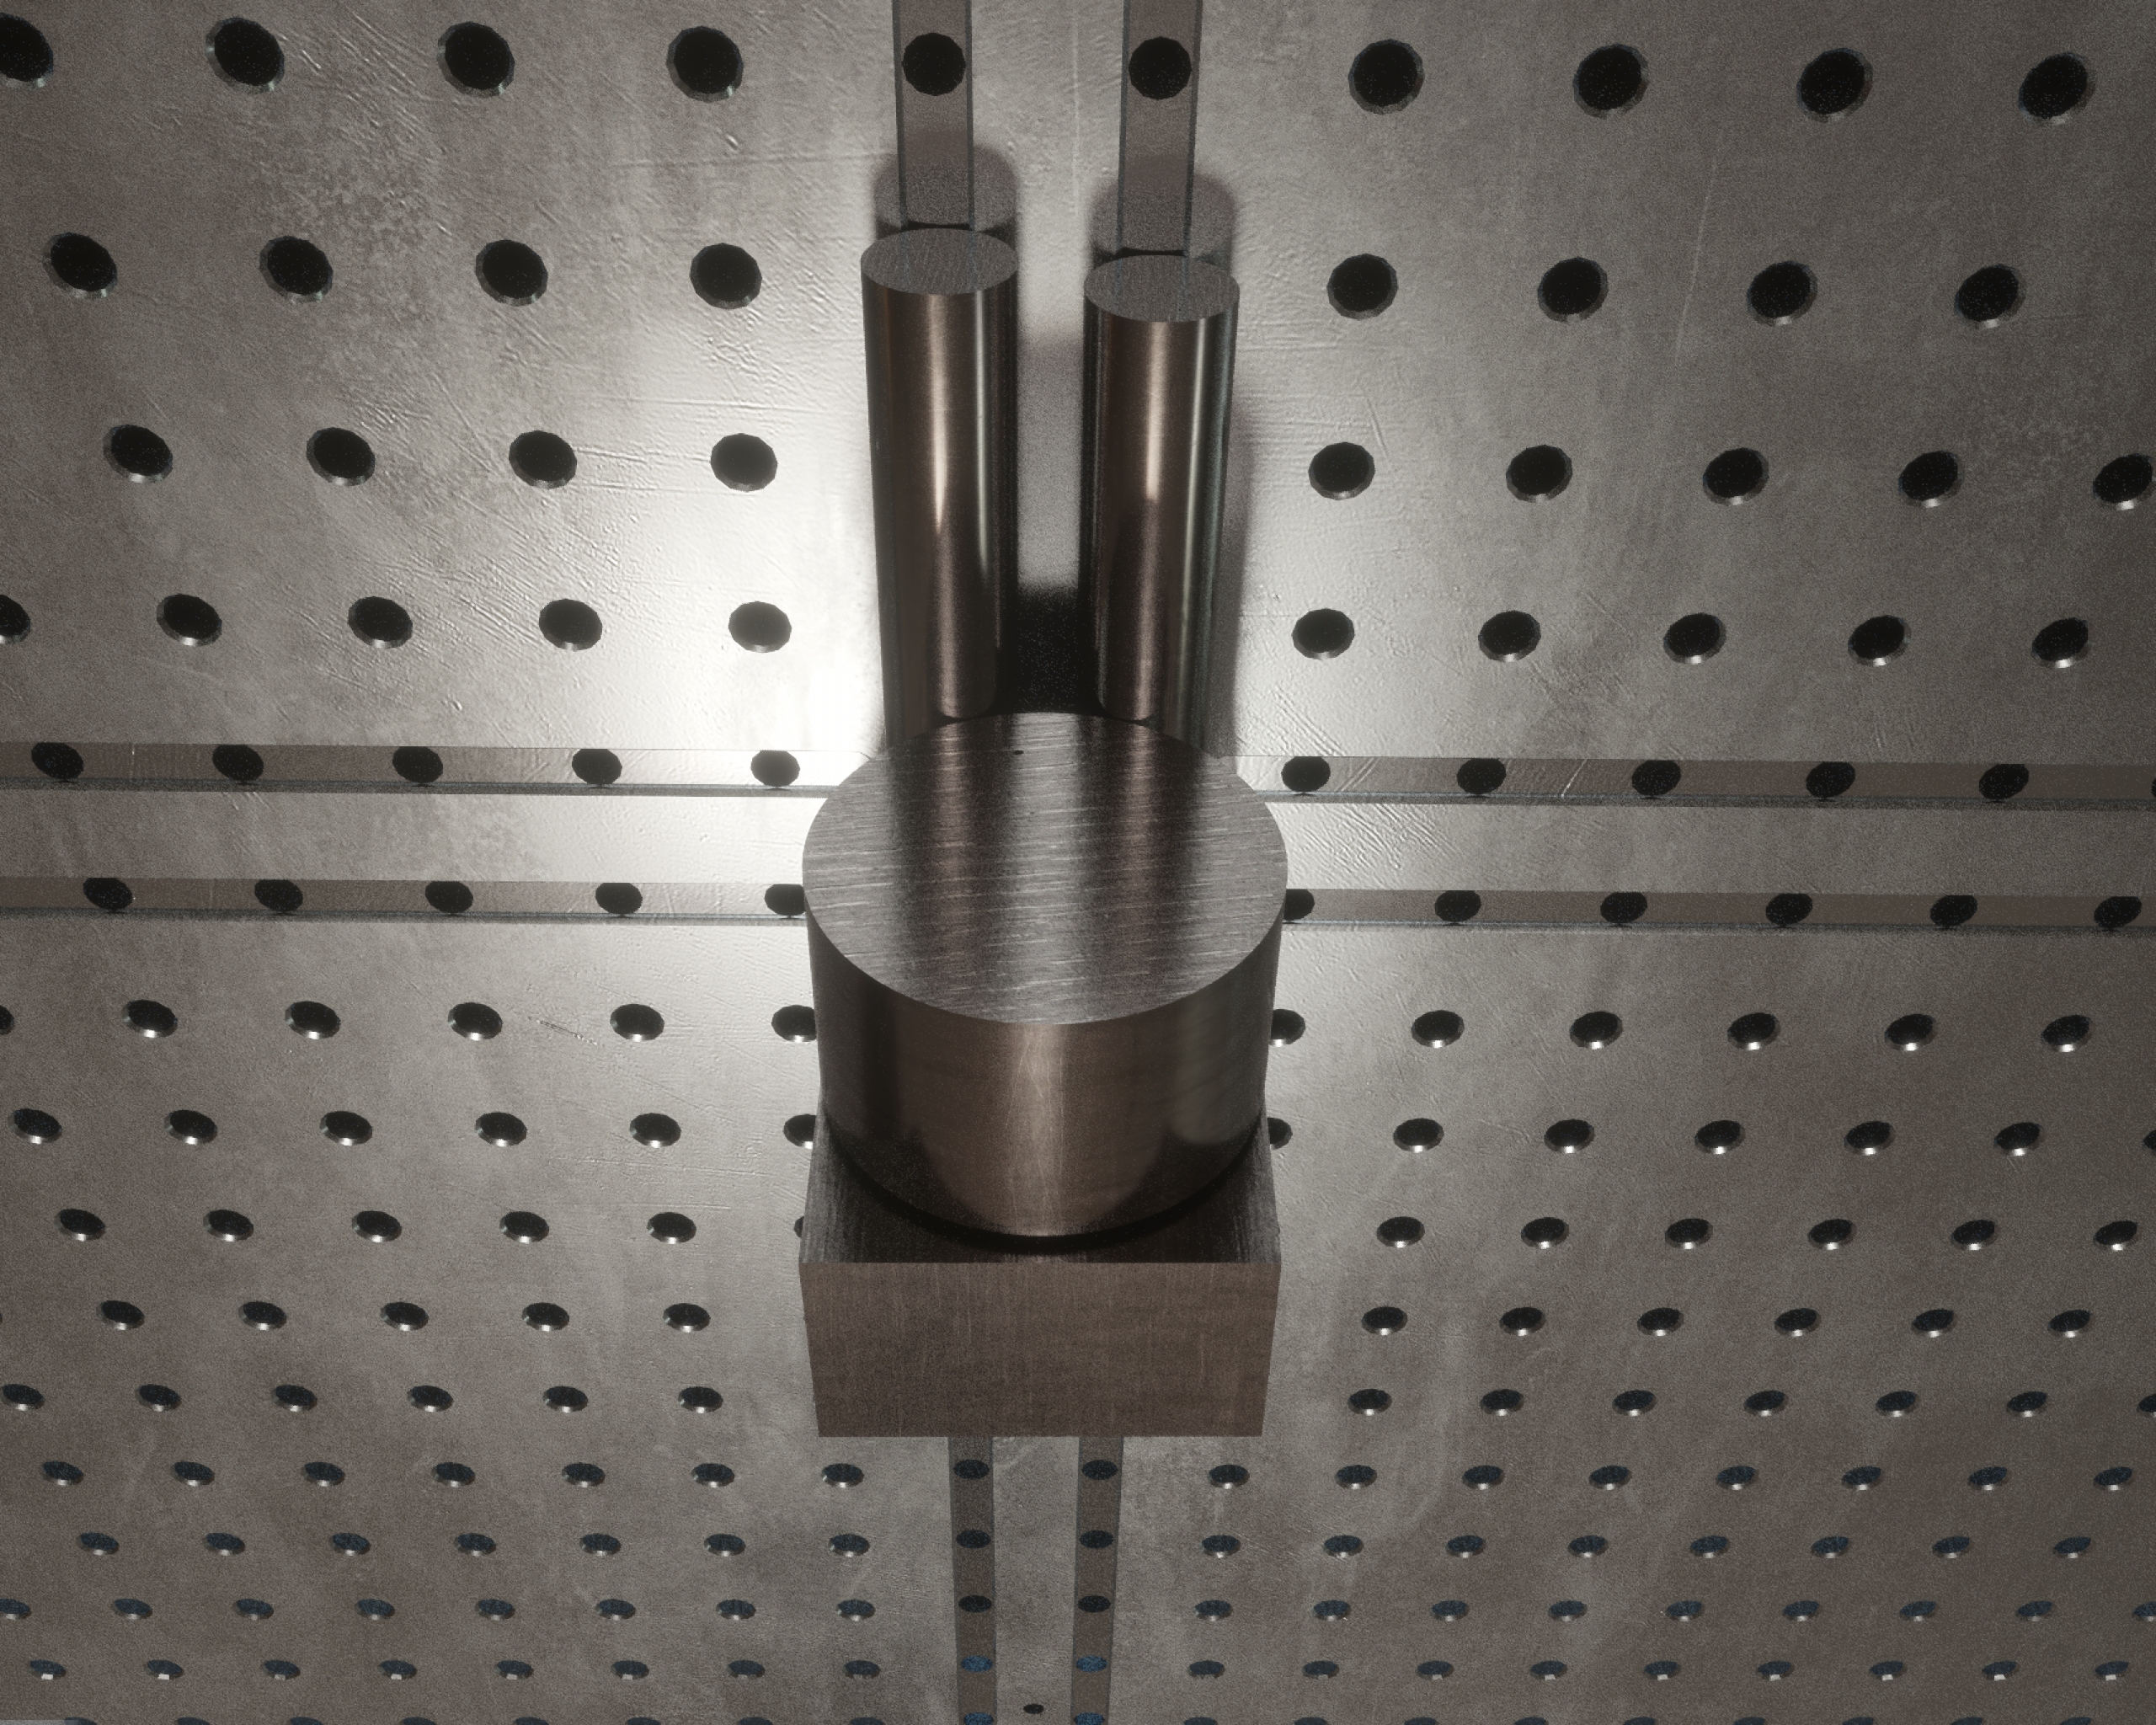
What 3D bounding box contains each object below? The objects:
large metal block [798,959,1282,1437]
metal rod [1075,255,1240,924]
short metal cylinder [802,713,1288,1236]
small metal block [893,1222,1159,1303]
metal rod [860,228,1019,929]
[{"bbox_3d":[-0.007,0.060,0.394,0.081,0.080,0.050,0,130,-1],"label":"large metal block"},{"bbox_3d":[0.011,0.021,0.431,0.025,0.025,0.298,0,130,-1],"label":"metal rod"},{"bbox_3d":[-0.006,0.018,0.363,0.081,0.080,0.050,1,130,-1],"label":"short metal cylinder"},{"bbox_3d":[-0.008,0.077,0.431,0.050,0.050,0.025,-32,141,-34],"label":"small metal block"},{"bbox_3d":[-0.025,0.018,0.428,0.025,0.025,0.298,0,130,-1],"label":"metal rod"}]
